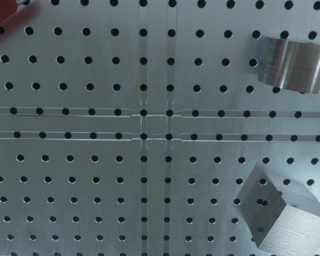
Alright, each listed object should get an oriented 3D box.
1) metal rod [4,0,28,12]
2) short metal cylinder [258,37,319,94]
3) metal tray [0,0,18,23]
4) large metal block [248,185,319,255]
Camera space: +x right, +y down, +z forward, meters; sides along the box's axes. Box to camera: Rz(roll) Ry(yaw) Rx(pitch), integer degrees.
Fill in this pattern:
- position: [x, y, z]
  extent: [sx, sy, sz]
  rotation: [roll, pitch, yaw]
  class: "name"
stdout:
- position: [-0.218, -0.130, 0.363]
  extent: [0.301, 0.025, 0.025]
  rotation: [-25, 108, 9]
  class: "metal rod"
- position: [0.159, -0.074, 0.358]
  extent: [0.081, 0.080, 0.050]
  rotation: [7, 110, -3]
  class: "short metal cylinder"
- position: [-0.232, -0.134, 0.337]
  extent: [0.130, 0.030, 0.090]
  rotation: [-32, 82, 8]
  class: "metal tray"
- position: [0.191, 0.142, 0.454]
  extent: [0.080, 0.050, 0.079]
  rotation: [22, 109, -8]
  class: "large metal block"
